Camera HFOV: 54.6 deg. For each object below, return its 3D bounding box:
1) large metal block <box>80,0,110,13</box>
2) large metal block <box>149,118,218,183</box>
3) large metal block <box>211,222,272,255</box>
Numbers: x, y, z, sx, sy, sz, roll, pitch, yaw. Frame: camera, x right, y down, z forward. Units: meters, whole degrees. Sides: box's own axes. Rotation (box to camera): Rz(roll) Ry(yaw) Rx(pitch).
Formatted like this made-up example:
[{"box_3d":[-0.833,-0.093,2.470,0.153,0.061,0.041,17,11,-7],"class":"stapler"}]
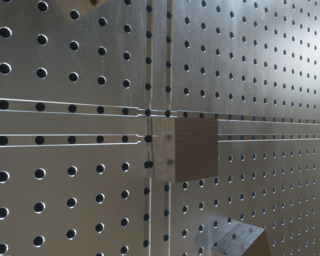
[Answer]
[{"box_3d":[-0.064,-0.188,0.338,0.080,0.050,0.080,-50,120,-28],"class":"large metal block"},{"box_3d":[0.033,0.027,0.419,0.081,0.050,0.080,-1,91,-40],"class":"large metal block"},{"box_3d":[0.137,0.215,0.507,0.081,0.050,0.080,-28,108,-36],"class":"large metal block"}]
